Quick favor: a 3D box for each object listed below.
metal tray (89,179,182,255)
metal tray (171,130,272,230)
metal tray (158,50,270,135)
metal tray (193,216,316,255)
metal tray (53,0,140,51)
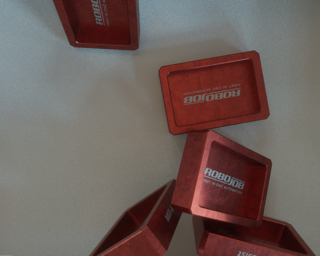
[{"bbox_3d":[-0.022,0.113,0.348,0.090,0.130,0.030,-37,90,18],"label":"metal tray"},{"bbox_3d":[0.078,0.064,0.365,0.131,0.030,0.090,24,75,-36],"label":"metal tray"},{"bbox_3d":[0.069,-0.045,0.409,0.131,0.030,0.089,-10,90,-1],"label":"metal tray"},{"bbox_3d":[0.109,0.134,0.378,0.131,0.090,0.030,15,100,-1],"label":"metal tray"},{"bbox_3d":[-0.071,-0.143,0.357,0.091,0.130,0.030,3,67,0],"label":"metal tray"}]
